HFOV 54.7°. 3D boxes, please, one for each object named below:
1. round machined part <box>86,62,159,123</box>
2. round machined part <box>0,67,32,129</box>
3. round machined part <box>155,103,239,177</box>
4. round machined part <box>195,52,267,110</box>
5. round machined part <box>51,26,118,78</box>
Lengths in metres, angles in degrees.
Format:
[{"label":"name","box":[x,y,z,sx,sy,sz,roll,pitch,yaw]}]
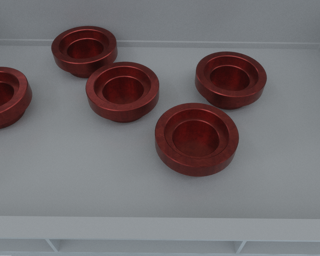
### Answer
[{"label":"round machined part","box":[-0.050,-0.046,0.432,0.099,0.042,0.098,0,50,0]},{"label":"round machined part","box":[-0.225,-0.036,0.422,0.099,0.042,0.098,0,50,0]},{"label":"round machined part","box":[0.043,0.018,0.380,0.099,0.042,0.098,0,50,0]},{"label":"round machined part","box":[0.100,-0.065,0.450,0.099,0.042,0.098,0,50,0]},{"label":"round machined part","box":[-0.116,-0.117,0.490,0.099,0.042,0.098,0,50,0]}]
